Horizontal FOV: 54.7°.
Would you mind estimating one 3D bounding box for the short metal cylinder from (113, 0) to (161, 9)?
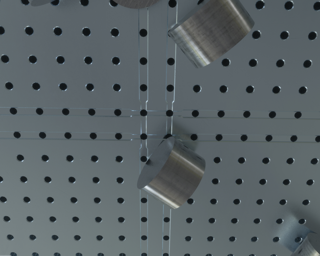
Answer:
[{"bbox_3d":[-0.025,-0.172,0.336,0.081,0.050,0.079,0,110,0],"label":"short metal cylinder"}]

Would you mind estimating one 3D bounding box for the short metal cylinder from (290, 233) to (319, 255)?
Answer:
[{"bbox_3d":[0.243,0.204,0.462,0.080,0.080,0.050,25,108,-9],"label":"short metal cylinder"}]

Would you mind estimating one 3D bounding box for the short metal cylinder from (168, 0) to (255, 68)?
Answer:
[{"bbox_3d":[0.056,-0.112,0.343,0.080,0.080,0.050,-38,106,13],"label":"short metal cylinder"}]

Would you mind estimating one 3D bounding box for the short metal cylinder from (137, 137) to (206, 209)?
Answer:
[{"bbox_3d":[0.014,0.058,0.405,0.050,0.080,0.080,36,106,-12],"label":"short metal cylinder"}]

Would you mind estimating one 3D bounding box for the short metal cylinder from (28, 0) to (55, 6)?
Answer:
[{"bbox_3d":[-0.113,-0.170,0.320,0.080,0.080,0.050,-27,108,9],"label":"short metal cylinder"}]
